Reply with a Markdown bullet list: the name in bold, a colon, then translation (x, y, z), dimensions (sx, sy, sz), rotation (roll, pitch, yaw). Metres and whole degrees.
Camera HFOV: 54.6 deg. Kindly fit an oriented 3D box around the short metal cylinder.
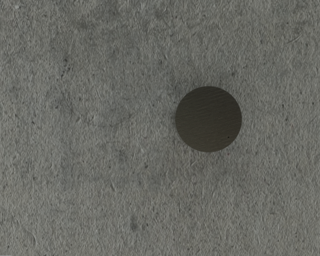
- **short metal cylinder**: translation (0.059, -0.011, 0.398), dimensions (0.080, 0.050, 0.080), rotation (0, 90, 0)
